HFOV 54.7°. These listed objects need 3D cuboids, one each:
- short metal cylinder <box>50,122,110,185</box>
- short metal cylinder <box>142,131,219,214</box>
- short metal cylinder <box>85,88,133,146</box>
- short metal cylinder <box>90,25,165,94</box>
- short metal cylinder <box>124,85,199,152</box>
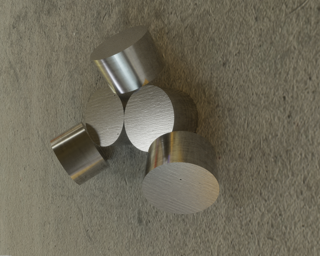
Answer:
[{"bbox_3d":[-0.117,0.037,0.459,0.050,0.080,0.080,-32,64,-8],"label":"short metal cylinder"},{"bbox_3d":[0.023,0.050,0.343,0.080,0.080,0.050,-44,22,31],"label":"short metal cylinder"},{"bbox_3d":[-0.061,-0.015,0.440,0.080,0.050,0.080,0,90,40],"label":"short metal cylinder"},{"bbox_3d":[-0.041,-0.088,0.397,0.080,0.080,0.050,2,134,40],"label":"short metal cylinder"},{"bbox_3d":[0.001,-0.011,0.389,0.080,0.050,0.080,0,90,40],"label":"short metal cylinder"}]
